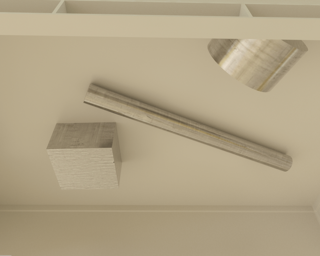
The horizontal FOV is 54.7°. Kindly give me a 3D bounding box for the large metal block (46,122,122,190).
[{"bbox_3d":[-0.099,0.039,0.425,0.081,0.050,0.079,-1,130,0],"label":"large metal block"}]

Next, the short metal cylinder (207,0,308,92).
[{"bbox_3d":[0.095,-0.081,0.306,0.080,0.080,0.050,22,127,-18],"label":"short metal cylinder"}]

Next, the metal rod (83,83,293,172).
[{"bbox_3d":[0.049,0.005,0.414,0.302,0.025,0.025,19,127,-16],"label":"metal rod"}]
